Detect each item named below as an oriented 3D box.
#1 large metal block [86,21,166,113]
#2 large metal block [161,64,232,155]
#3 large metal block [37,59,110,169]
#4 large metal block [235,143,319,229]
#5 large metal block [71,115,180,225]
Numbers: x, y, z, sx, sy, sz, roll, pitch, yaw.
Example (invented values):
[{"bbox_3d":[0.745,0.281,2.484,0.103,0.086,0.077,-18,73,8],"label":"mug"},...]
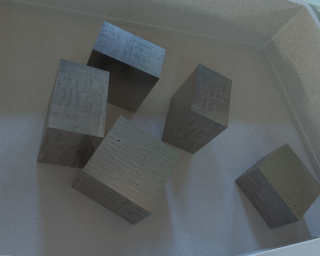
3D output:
[{"bbox_3d":[-0.050,-0.073,0.389,0.080,0.080,0.050,21,54,-16],"label":"large metal block"},{"bbox_3d":[0.049,-0.023,0.413,0.050,0.080,0.080,25,53,-14],"label":"large metal block"},{"bbox_3d":[-0.092,-0.012,0.329,0.050,0.080,0.080,13,57,-22],"label":"large metal block"},{"bbox_3d":[0.167,0.080,0.433,0.081,0.050,0.080,-28,77,-37],"label":"large metal block"},{"bbox_3d":[-0.036,0.046,0.343,0.080,0.050,0.080,34,51,-6],"label":"large metal block"}]
